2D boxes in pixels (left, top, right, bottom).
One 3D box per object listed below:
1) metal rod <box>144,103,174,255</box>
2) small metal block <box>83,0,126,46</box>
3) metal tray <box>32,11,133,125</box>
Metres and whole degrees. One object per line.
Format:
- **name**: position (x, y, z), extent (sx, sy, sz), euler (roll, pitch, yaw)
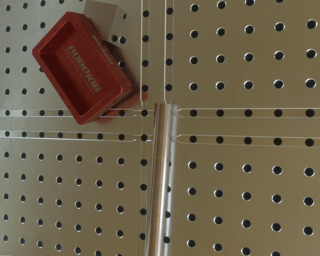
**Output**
- **metal rod**: position (-0.005, 0.117, 0.413), extent (0.025, 0.025, 0.298), euler (5, 91, 19)
- **small metal block**: position (-0.083, -0.150, 0.441), extent (0.050, 0.025, 0.050), euler (18, 96, 18)
- **metal tray**: position (-0.109, -0.081, 0.430), extent (0.090, 0.030, 0.130), euler (-35, 87, 25)
